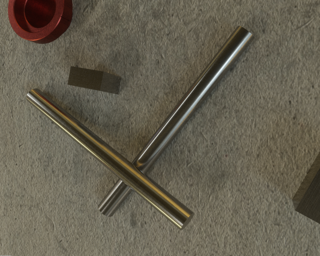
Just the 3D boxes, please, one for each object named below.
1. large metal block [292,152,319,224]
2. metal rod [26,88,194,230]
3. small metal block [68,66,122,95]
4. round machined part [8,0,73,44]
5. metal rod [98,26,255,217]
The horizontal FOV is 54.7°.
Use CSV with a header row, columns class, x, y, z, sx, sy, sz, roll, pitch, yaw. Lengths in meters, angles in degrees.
class,x,y,z,sx,sy,sz,roll,pitch,yaw
large metal block,0.199,0.068,0.326,0.080,0.050,0.080,28,99,17
metal rod,-0.081,0.029,0.416,0.300,0.025,0.025,35,101,24
small metal block,-0.089,-0.065,0.426,0.050,0.050,0.025,12,94,19
round machined part,-0.170,-0.173,0.458,0.098,0.042,0.097,0,90,19
metal rod,0.014,0.000,0.403,0.025,0.025,0.299,41,102,15
